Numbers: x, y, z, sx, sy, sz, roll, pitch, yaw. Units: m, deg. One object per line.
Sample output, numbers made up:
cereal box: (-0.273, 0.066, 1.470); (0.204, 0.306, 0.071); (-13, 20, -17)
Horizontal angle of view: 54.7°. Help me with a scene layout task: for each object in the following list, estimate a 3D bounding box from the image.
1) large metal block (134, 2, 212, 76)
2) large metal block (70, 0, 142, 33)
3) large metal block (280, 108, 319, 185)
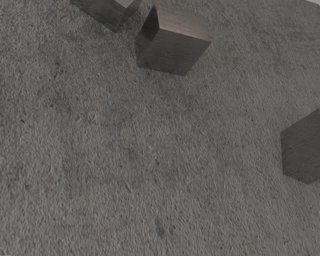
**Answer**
large metal block: (0.016, -0.126, 0.454); (0.081, 0.080, 0.050); (6, 59, -25)
large metal block: (-0.076, -0.205, 0.472); (0.080, 0.050, 0.080); (34, 51, -6)
large metal block: (0.236, 0.030, 0.477); (0.050, 0.080, 0.080); (23, 53, -15)
